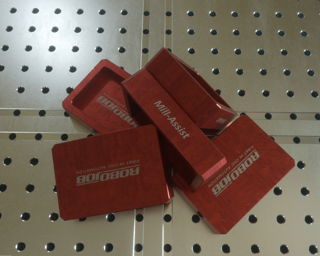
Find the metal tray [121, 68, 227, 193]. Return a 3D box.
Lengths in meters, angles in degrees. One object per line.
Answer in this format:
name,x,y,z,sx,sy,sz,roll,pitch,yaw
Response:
metal tray,0.011,0.006,0.343,0.030,0.090,0.130,-37,75,-12

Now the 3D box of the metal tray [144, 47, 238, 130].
metal tray,0.043,-0.041,0.372,0.030,0.130,0.090,-45,74,15

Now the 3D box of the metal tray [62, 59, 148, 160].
metal tray,-0.051,-0.024,0.417,0.130,0.030,0.090,34,73,11

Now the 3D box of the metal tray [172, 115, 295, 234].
metal tray,0.090,0.056,0.388,0.130,0.030,0.090,-39,75,-14

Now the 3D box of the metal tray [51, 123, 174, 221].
metal tray,-0.056,0.052,0.364,0.131,0.030,0.090,-12,81,10
